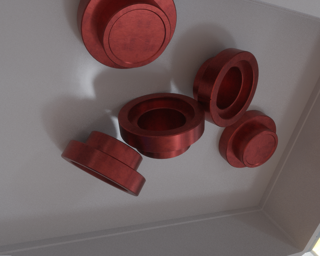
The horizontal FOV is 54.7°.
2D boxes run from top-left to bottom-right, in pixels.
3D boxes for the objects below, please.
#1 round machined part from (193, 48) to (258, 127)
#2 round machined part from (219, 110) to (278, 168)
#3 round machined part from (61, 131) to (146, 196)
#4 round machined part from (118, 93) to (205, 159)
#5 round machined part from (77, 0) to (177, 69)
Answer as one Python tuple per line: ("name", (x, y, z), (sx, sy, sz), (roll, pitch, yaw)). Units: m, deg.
("round machined part", (0.080, -0.054, 0.396), (0.099, 0.042, 0.097), (-25, 128, -36))
("round machined part", (0.147, 0.024, 0.492), (0.099, 0.042, 0.097), (-14, 124, -21))
("round machined part", (-0.059, 0.038, 0.360), (0.098, 0.098, 0.042), (42, 68, -39))
("round machined part", (0.002, 0.000, 0.362), (0.099, 0.098, 0.042), (-17, 125, -19))
("round machined part", (-0.028, -0.099, 0.307), (0.099, 0.042, 0.097), (-16, 139, -14))
